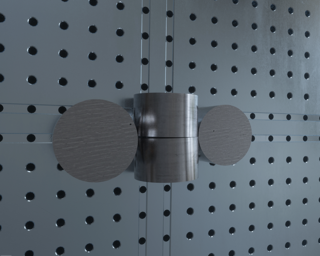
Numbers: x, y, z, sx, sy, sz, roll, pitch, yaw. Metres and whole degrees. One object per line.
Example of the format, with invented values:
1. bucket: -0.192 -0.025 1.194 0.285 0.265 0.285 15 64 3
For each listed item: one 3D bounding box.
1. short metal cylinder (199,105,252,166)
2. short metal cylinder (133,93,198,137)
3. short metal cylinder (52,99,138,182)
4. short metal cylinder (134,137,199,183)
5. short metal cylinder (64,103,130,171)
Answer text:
1. short metal cylinder: 0.078 0.009 0.427 0.081 0.050 0.079 0 90 -20
2. short metal cylinder: 0.007 -0.015 0.386 0.081 0.080 0.050 1 91 -20
3. short metal cylinder: -0.068 0.012 0.319 0.081 0.050 0.079 0 90 -20
4. short metal cylinder: 0.008 0.036 0.386 0.081 0.080 0.050 -1 91 -20
5. short metal cylinder: -0.074 0.008 0.372 0.081 0.050 0.079 0 90 -20
